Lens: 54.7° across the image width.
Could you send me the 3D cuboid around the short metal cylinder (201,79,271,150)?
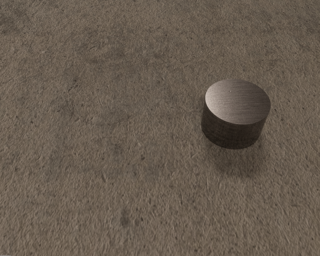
[{"bbox_3d":[0.097,-0.019,0.404,0.081,0.050,0.080,0,50,0],"label":"short metal cylinder"}]
